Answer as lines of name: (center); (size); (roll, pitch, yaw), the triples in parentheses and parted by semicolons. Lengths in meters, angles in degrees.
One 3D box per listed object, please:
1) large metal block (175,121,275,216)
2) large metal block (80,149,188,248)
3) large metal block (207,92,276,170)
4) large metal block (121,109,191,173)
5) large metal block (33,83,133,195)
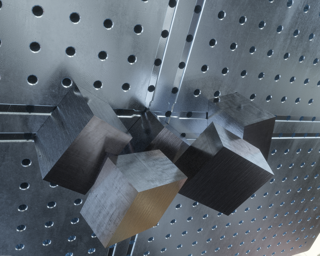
large metal block: (0.074, 0.051, 0.379); (0.080, 0.050, 0.080); (29, 116, -23)
large metal block: (-0.028, 0.074, 0.341); (0.081, 0.050, 0.079); (-3, 130, -51)
large metal block: (0.111, 0.006, 0.442); (0.050, 0.080, 0.079); (-15, 125, -20)
large metal block: (-0.007, 0.035, 0.414); (0.080, 0.050, 0.080); (-49, 129, 6)
large metal block: (-0.087, 0.010, 0.335); (0.050, 0.080, 0.080); (34, 99, -39)
